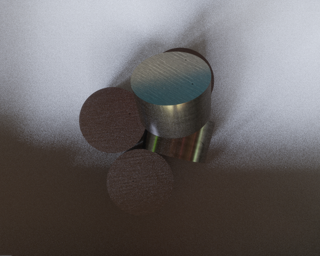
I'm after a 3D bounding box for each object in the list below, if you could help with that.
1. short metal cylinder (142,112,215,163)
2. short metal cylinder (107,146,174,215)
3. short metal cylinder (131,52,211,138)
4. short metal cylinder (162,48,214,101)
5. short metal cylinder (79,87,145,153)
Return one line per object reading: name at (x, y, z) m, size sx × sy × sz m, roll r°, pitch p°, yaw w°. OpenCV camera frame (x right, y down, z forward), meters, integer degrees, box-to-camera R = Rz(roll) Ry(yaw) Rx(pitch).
short metal cylinder at (0.023, 0.009, 0.383) m, size 0.080 × 0.080 × 0.050 m, roll 13°, pitch 90°, yaw -1°
short metal cylinder at (-0.024, 0.065, 0.397) m, size 0.081 × 0.050 × 0.079 m, roll 0°, pitch 90°, yaw -1°
short metal cylinder at (0.013, -0.036, 0.327) m, size 0.080 × 0.050 × 0.080 m, roll -4°, pitch 50°, yaw 5°
short metal cylinder at (0.025, -0.057, 0.398) m, size 0.081 × 0.050 × 0.079 m, roll 0°, pitch 90°, yaw -1°
short metal cylinder at (-0.057, -0.010, 0.396) m, size 0.081 × 0.050 × 0.079 m, roll 0°, pitch 90°, yaw -1°
